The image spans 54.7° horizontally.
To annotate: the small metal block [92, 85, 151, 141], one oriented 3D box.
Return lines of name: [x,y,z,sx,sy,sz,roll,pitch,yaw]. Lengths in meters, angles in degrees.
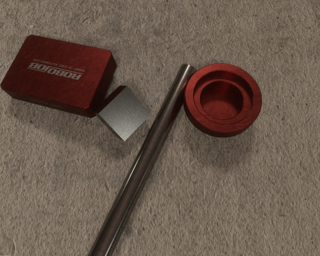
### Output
small metal block: [-0.049,-0.019,0.401,0.050,0.025,0.050,-47,117,-15]

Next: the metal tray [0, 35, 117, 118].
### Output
metal tray: [-0.136,-0.072,0.422,0.131,0.030,0.090,14,70,12]

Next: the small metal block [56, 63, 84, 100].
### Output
small metal block: [-0.112,-0.063,0.429,0.050,0.025,0.050,0,70,0]

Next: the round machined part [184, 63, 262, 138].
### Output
round machined part: [0.080,-0.033,0.412,0.099,0.042,0.098,1,70,-1]

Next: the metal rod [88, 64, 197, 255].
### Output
metal rod: [-0.020,0.046,0.391,0.025,0.025,0.300,23,71,8]
